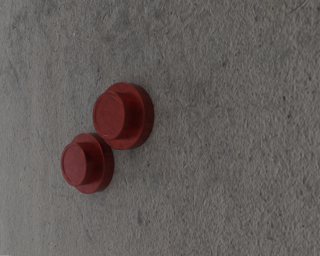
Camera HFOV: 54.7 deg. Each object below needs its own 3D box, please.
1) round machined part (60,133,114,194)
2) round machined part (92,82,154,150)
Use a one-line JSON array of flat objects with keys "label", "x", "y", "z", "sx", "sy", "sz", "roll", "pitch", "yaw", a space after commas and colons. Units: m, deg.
[{"label": "round machined part", "x": -0.122, "y": 0.057, "z": 0.495, "sx": 0.098, "sy": 0.042, "sz": 0.097, "roll": 0, "pitch": 90, "yaw": 40}, {"label": "round machined part", "x": -0.059, "y": -0.017, "z": 0.443, "sx": 0.098, "sy": 0.042, "sz": 0.097, "roll": 0, "pitch": 90, "yaw": 40}]
